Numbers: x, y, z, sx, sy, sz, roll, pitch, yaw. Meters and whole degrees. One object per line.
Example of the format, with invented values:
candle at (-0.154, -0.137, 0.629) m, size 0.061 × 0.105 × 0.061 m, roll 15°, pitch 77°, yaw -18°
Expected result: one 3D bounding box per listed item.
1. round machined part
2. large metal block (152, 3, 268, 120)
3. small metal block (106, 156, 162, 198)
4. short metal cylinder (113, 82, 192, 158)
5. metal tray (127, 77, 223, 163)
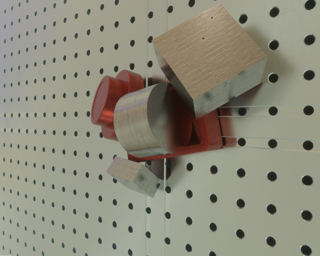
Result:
round machined part at (-0.063, -0.033, 0.420) m, size 0.098 × 0.042 × 0.098 m, roll -40°, pitch 42°, yaw 50°
large metal block at (0.049, -0.068, 0.322) m, size 0.080 × 0.050 × 0.080 m, roll -30°, pitch 67°, yaw -3°
small metal block at (-0.034, 0.065, 0.414) m, size 0.050 × 0.050 × 0.025 m, roll 10°, pitch 63°, yaw 40°
short metal cylinder at (-0.006, -0.008, 0.358) m, size 0.050 × 0.081 × 0.080 m, roll -11°, pitch 83°, yaw 39°
metal tray at (0.009, -0.007, 0.395) m, size 0.130 × 0.030 × 0.090 m, roll -14°, pitch 81°, yaw 39°
